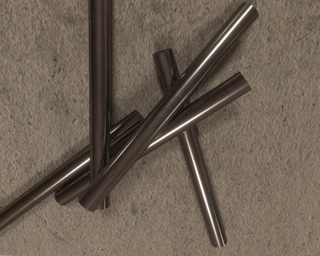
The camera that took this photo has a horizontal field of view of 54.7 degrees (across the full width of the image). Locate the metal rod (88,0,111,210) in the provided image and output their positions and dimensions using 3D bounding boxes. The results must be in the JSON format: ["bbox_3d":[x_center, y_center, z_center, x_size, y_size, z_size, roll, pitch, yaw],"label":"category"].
[{"bbox_3d":[-0.072,-0.045,0.370,0.025,0.025,0.298,2,102,-1],"label":"metal rod"}]

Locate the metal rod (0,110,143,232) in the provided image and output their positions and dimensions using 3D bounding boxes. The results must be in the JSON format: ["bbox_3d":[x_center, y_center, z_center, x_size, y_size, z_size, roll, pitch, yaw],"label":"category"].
[{"bbox_3d":[-0.145,0.072,0.434,0.300,0.025,0.025,-36,107,12],"label":"metal rod"}]

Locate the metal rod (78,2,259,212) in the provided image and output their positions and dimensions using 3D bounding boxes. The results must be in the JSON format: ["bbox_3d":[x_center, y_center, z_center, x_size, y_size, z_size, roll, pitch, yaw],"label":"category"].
[{"bbox_3d":[0.009,-0.023,0.365,0.025,0.025,0.300,40,92,-14],"label":"metal rod"}]

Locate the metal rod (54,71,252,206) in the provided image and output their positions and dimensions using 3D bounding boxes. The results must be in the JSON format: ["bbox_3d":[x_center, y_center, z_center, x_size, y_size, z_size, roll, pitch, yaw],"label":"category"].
[{"bbox_3d":[-0.022,0.023,0.398,0.300,0.025,0.025,-33,107,18],"label":"metal rod"}]

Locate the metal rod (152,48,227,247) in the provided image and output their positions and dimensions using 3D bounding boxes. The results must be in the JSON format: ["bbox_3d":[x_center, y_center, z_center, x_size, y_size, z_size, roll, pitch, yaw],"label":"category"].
[{"bbox_3d":[0.047,0.041,0.425,0.025,0.025,0.298,-16,110,5],"label":"metal rod"}]
